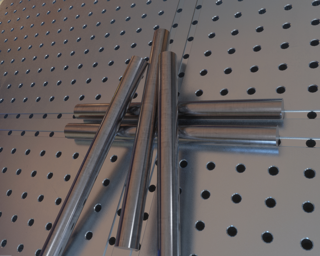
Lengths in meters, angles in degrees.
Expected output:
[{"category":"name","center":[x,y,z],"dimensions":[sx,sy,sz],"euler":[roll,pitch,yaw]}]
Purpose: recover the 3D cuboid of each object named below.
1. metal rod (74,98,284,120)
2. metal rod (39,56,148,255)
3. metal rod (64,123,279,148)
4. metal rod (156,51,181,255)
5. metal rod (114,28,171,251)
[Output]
[{"category":"metal rod","center":[0.005,-0.023,0.419],"dimensions":[0.300,0.025,0.025],"euler":[1,62,28]},{"category":"metal rod","center":[-0.085,0.041,0.402],"dimensions":[0.025,0.025,0.299],"euler":[15,76,34]},{"category":"metal rod","center":[-0.005,0.007,0.406],"dimensions":[0.300,0.025,0.025],"euler":[1,62,28]},{"category":"metal rod","center":[0.009,0.043,0.352],"dimensions":[0.025,0.025,0.299],"euler":[-10,64,22]},{"category":"metal rod","center":[-0.015,-0.007,0.388],"dimensions":[0.025,0.025,0.299],"euler":[-6,59,25]}]
